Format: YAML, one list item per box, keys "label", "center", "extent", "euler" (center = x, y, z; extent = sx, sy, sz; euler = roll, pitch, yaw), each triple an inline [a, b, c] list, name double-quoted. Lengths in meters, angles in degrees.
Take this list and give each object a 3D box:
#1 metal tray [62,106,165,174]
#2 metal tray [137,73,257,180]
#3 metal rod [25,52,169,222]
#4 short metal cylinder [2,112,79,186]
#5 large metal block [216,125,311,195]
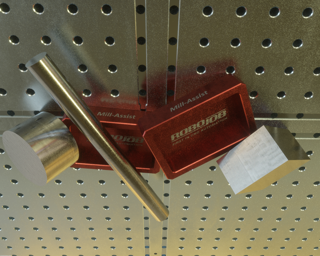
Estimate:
- label: "metal tray"
  center: [-0.061, 0.018, 0.422]
  extent: [0.131, 0.030, 0.089]
  euler: [5, 130, -5]
- label: "metal tray"
  center: [0.050, 0.001, 0.385]
  extent: [0.130, 0.030, 0.090]
  euler: [-27, 127, 0]
- label: "metal rod"
  center: [-0.061, 0.033, 0.400]
  extent: [0.025, 0.025, 0.299]
  euler: [-20, 128, 16]
- label: "short metal cylinder"
  center: [-0.150, 0.026, 0.392]
  extent: [0.080, 0.050, 0.079]
  euler: [22, 131, 27]
- label: "large metal block"
  center: [0.137, 0.043, 0.410]
  extent: [0.081, 0.050, 0.080]
  euler: [6, 139, -48]
